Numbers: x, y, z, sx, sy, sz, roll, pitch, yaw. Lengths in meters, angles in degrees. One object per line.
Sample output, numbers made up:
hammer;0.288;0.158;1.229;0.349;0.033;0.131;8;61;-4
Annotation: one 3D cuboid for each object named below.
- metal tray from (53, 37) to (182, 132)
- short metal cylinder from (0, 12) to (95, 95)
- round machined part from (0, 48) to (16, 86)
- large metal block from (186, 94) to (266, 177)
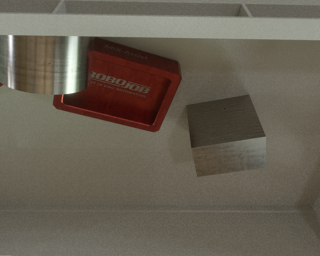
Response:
metal tray;-0.051;-0.050;0.362;0.131;0.030;0.089;14;129;-12
short metal cylinder;-0.101;-0.068;0.275;0.081;0.080;0.050;8;116;-7
round machined part;-0.195;-0.089;0.317;0.099;0.042;0.097;-1;133;-1
large metal block;0.079;0.008;0.381;0.080;0.080;0.050;-9;130;7
